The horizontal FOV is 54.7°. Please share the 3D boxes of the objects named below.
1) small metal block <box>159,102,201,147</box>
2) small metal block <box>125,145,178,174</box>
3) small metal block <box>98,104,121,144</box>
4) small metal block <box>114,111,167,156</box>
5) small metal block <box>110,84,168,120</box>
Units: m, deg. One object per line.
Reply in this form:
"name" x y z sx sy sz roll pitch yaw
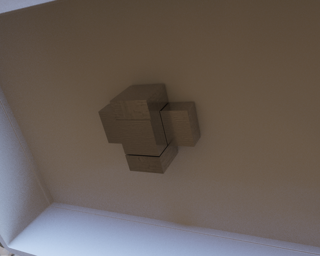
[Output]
"small metal block" 0.020 -0.005 0.393 0.050 0.025 0.050 1 119 27
"small metal block" -0.010 0.035 0.415 0.050 0.050 0.025 1 119 27
"small metal block" -0.051 -0.006 0.429 0.050 0.025 0.050 1 119 28
"small metal block" -0.023 0.006 0.389 0.050 0.025 0.050 1 119 27
"small metal block" -0.025 -0.033 0.382 0.050 0.050 0.025 1 119 27
